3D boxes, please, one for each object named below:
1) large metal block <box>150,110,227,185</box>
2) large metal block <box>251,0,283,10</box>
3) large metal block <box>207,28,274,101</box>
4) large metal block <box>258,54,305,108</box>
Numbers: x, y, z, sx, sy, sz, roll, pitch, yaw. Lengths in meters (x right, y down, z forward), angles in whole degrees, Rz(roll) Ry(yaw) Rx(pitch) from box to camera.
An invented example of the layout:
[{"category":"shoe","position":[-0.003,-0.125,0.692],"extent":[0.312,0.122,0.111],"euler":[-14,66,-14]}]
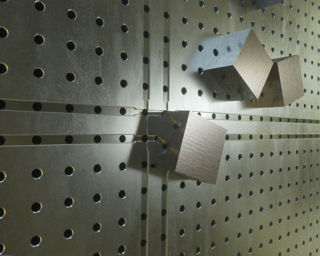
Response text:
[{"category":"large metal block","position":[0.041,0.028,0.430],"extent":[0.080,0.050,0.080],"euler":[24,75,-38]},{"category":"large metal block","position":[0.190,-0.277,0.554],"extent":[0.080,0.050,0.080],"euler":[38,67,-34]},{"category":"large metal block","position":[0.133,-0.101,0.508],"extent":[0.080,0.050,0.080],"euler":[43,64,-32]},{"category":"large metal block","position":[0.225,-0.088,0.585],"extent":[0.081,0.050,0.080],"euler":[-24,105,-38]}]
